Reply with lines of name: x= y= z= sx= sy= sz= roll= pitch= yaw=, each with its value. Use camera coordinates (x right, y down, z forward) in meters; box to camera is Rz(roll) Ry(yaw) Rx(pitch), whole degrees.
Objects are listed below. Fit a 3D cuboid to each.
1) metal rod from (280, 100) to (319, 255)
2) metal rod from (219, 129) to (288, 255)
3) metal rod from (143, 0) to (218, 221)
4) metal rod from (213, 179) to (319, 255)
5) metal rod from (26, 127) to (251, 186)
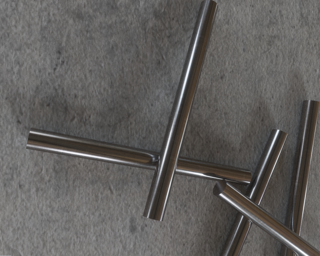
metal rod: x=0.219 y=0.104 z=0.492 sx=0.025 sy=0.025 sz=0.298 roll=12 pitch=86 yaw=-20
metal rod: x=0.122 y=0.140 z=0.455 sx=0.025 sy=0.025 sz=0.299 roll=29 pitch=80 yaw=-18
metal rod: x=0.030 y=-0.032 z=0.403 sx=0.025 sy=0.025 sz=0.299 roll=20 pitch=77 yaw=-19
metal rod: x=0.194 y=0.166 z=0.455 sx=0.301 sy=0.025 sz=0.025 roll=37 pitch=78 yaw=-17
metal rod: x=-0.011 y=0.042 z=0.405 sx=0.302 sy=0.025 sz=0.025 roll=13 pitch=86 yaw=-20
